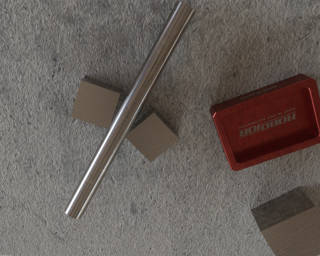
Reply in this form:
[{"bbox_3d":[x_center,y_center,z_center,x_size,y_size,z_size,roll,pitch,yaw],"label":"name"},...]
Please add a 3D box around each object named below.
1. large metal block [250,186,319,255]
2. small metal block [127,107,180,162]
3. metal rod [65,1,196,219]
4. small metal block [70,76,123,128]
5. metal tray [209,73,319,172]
[{"bbox_3d":[0.193,0.146,0.453,0.080,0.050,0.080,-30,108,10],"label":"large metal block"},{"bbox_3d":[-0.010,0.009,0.413,0.050,0.025,0.050,-40,106,13],"label":"small metal block"},{"bbox_3d":[-0.043,-0.013,0.387,0.025,0.025,0.299,28,101,-10],"label":"metal rod"},{"bbox_3d":[-0.081,-0.032,0.397,0.050,0.025,0.050,19,109,-7],"label":"small metal block"},{"bbox_3d":[0.142,-0.006,0.406,0.130,0.030,0.090,-20,109,7],"label":"metal tray"}]
